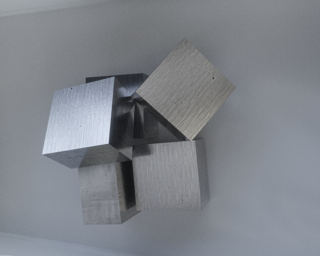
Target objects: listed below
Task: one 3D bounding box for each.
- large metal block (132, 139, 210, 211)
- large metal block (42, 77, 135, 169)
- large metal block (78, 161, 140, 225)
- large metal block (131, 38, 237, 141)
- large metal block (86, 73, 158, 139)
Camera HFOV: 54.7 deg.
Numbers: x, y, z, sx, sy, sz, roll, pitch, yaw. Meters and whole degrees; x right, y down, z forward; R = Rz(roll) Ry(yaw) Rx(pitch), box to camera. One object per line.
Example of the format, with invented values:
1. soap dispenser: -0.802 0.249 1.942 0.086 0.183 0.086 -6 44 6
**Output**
1. large metal block: 0.014 0.057 0.388 0.080 0.050 0.080 -6 88 19
2. large metal block: -0.078 -0.004 0.353 0.080 0.050 0.080 -10 61 19
3. large metal block: -0.058 0.073 0.399 0.050 0.080 0.080 -7 88 19
4. large metal block: 0.025 -0.042 0.359 0.080 0.050 0.080 42 82 -9
5. large metal block: -0.050 -0.027 0.412 0.080 0.050 0.079 -1 90 19
